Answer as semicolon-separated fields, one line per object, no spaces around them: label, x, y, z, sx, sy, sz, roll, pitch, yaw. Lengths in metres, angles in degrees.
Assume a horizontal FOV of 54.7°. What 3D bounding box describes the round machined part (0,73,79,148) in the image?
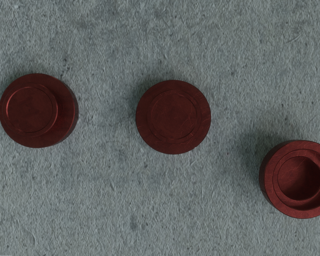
round machined part;-0.160;-0.023;0.400;0.099;0.042;0.097;0;90;0

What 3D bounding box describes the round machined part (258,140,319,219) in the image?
round machined part;0.177;0.064;0.403;0.099;0.042;0.097;0;90;0

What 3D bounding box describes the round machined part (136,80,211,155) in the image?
round machined part;0.018;-0.014;0.401;0.099;0.042;0.097;0;90;0
